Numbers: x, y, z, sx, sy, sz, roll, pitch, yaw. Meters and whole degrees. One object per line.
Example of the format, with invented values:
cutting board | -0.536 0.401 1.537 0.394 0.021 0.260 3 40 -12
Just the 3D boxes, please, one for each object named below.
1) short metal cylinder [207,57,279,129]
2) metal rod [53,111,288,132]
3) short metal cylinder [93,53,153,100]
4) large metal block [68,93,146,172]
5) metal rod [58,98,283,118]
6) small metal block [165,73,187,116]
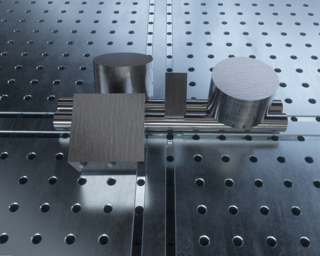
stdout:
short metal cylinder | 0.103 -0.046 0.394 0.081 0.050 0.080 0 50 0
metal rod | 0.014 -0.009 0.411 0.302 0.025 0.025 1 50 0
short metal cylinder | -0.050 -0.070 0.427 0.081 0.050 0.080 1 26 0
large metal block | -0.057 0.006 0.363 0.081 0.050 0.080 0 70 -1
metal rod | 0.014 -0.028 0.427 0.302 0.025 0.025 1 50 0
small metal block | 0.019 -0.043 0.386 0.025 0.050 0.050 1 8 0
